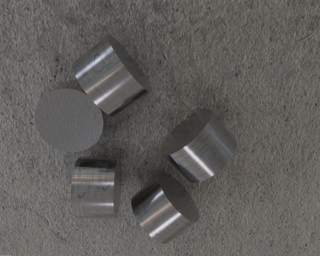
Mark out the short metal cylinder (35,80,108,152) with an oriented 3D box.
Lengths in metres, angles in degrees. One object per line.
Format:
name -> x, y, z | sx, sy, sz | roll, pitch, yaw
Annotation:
short metal cylinder -> -0.107, -0.016, 0.389 | 0.081, 0.050, 0.079 | 0, 110, 0

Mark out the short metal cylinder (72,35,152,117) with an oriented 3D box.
short metal cylinder -> -0.053, -0.059, 0.358 | 0.050, 0.080, 0.080 | -35, 107, 12

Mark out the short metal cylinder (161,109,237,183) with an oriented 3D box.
short metal cylinder -> 0.048, 0.022, 0.389 | 0.080, 0.080, 0.050 | -40, 106, 13

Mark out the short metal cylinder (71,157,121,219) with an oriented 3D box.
short metal cylinder -> -0.081, 0.077, 0.408 | 0.050, 0.080, 0.079 | 1, 110, -1

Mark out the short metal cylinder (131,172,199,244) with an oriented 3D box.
short metal cylinder -> 0.007, 0.107, 0.420 | 0.050, 0.080, 0.080 | -42, 105, 14
